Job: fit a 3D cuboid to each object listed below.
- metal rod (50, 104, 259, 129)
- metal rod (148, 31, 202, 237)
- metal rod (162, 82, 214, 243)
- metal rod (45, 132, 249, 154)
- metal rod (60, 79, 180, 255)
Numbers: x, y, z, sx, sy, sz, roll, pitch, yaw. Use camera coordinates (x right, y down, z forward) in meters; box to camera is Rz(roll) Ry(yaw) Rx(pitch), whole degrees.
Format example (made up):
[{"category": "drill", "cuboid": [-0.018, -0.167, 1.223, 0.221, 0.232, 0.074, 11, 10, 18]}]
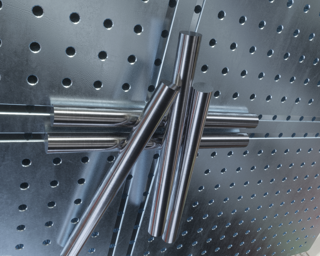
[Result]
[{"category": "metal rod", "cuboid": [0.014, -0.012, 0.413, 0.303, 0.025, 0.025, 1, 118, -29]}, {"category": "metal rod", "cuboid": [0.014, 0.027, 0.405, 0.025, 0.025, 0.298, -6, 122, -26]}, {"category": "metal rod", "cuboid": [0.033, 0.071, 0.451, 0.025, 0.025, 0.298, -10, 130, -23]}, {"category": "metal rod", "cuboid": [0.003, 0.018, 0.426, 0.303, 0.025, 0.025, 1, 118, -29]}, {"category": "metal rod", "cuboid": [-0.061, 0.070, 0.398, 0.025, 0.025, 0.298, 15, 117, -35]}]
